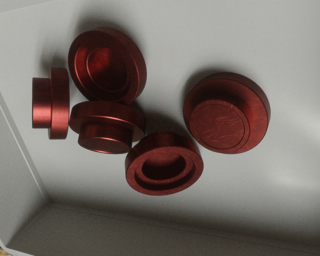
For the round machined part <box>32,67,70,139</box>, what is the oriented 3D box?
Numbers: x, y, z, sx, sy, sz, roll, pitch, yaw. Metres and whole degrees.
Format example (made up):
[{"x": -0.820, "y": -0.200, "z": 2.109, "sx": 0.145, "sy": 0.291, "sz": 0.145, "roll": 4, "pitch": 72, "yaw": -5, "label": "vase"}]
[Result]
[{"x": -0.150, "y": -0.033, "z": 0.417, "sx": 0.042, "sy": 0.098, "sz": 0.097, "roll": 0, "pitch": 131, "yaw": -23, "label": "round machined part"}]

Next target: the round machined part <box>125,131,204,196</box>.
[{"x": 0.004, "y": 0.042, "z": 0.402, "sx": 0.099, "sy": 0.042, "sz": 0.097, "roll": -6, "pitch": 134, "yaw": -6, "label": "round machined part"}]

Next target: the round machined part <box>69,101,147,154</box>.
[{"x": -0.068, "y": 0.005, "z": 0.401, "sx": 0.099, "sy": 0.042, "sz": 0.098, "roll": 5, "pitch": 159, "yaw": 2, "label": "round machined part"}]

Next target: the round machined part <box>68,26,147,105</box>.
[{"x": -0.060, "y": -0.075, "z": 0.381, "sx": 0.098, "sy": 0.042, "sz": 0.097, "roll": 13, "pitch": 124, "yaw": 20, "label": "round machined part"}]

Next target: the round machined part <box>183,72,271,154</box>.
[{"x": 0.072, "y": -0.010, "z": 0.353, "sx": 0.098, "sy": 0.042, "sz": 0.097, "roll": 13, "pitch": 124, "yaw": 20, "label": "round machined part"}]
